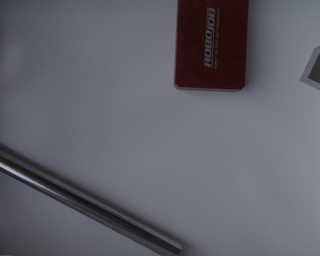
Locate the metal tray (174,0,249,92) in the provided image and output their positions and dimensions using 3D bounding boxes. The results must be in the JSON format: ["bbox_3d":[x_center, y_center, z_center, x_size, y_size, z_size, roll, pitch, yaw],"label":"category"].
[{"bbox_3d":[0.066,-0.115,0.410,0.091,0.030,0.129,3,90,-1],"label":"metal tray"}]

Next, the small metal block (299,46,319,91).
[{"bbox_3d":[0.225,-0.077,0.414,0.050,0.025,0.050,25,90,-1],"label":"small metal block"}]

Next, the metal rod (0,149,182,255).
[{"bbox_3d":[-0.110,0.096,0.410,0.301,0.025,0.025,28,90,-1],"label":"metal rod"}]
